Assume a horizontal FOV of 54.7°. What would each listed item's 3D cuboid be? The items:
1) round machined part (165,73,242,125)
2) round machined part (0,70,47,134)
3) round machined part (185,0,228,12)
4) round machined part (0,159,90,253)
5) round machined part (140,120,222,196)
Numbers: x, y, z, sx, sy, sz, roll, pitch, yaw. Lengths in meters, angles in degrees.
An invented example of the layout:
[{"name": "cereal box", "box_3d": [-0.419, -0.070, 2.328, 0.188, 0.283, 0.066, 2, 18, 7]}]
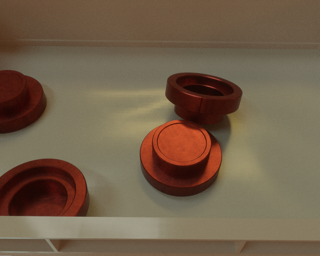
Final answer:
[{"name": "round machined part", "box_3d": [0.055, -0.038, 0.412, 0.099, 0.042, 0.098, 7, 27, -3]}, {"name": "round machined part", "box_3d": [-0.213, -0.043, 0.427, 0.099, 0.042, 0.098, 0, 50, 0]}, {"name": "round machined part", "box_3d": [0.091, -0.270, 0.625, 0.099, 0.042, 0.098, 0, 50, 0]}, {"name": "round machined part", "box_3d": [-0.122, 0.081, 0.319, 0.099, 0.042, 0.098, 1, 42, -1]}, {"name": "round machined part", "box_3d": [0.025, 0.028, 0.371, 0.099, 0.042, 0.098, 0, 50, 0]}]
